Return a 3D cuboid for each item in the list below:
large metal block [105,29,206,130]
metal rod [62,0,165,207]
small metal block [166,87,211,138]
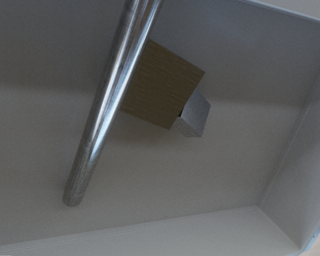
[{"bbox_3d":[-0.009,-0.054,0.355,0.080,0.050,0.080,21,107,-36],"label":"large metal block"},{"bbox_3d":[-0.060,-0.001,0.304,0.025,0.025,0.298,-1,141,-29],"label":"metal rod"},{"bbox_3d":[0.037,-0.022,0.401,0.050,0.025,0.050,41,58,-40],"label":"small metal block"}]
